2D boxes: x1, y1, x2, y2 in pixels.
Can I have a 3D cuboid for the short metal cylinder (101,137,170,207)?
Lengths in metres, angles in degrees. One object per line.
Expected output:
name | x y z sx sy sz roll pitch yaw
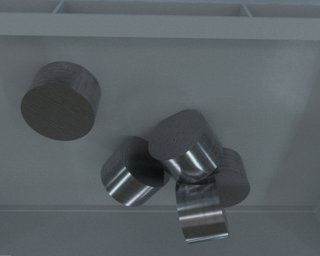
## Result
short metal cylinder | -0.033 0.059 0.423 0.080 0.080 0.050 29 124 -23

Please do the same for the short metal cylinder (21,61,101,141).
short metal cylinder | -0.114 -0.031 0.365 0.081 0.050 0.079 0 130 0

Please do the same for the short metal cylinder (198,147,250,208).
short metal cylinder | 0.087 0.074 0.457 0.081 0.050 0.079 -1 130 0

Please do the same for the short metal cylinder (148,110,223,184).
short metal cylinder | 0.033 0.023 0.394 0.080 0.080 0.050 -25 126 19

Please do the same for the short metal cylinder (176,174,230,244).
short metal cylinder | 0.055 0.103 0.396 0.050 0.080 0.080 -13 129 11
